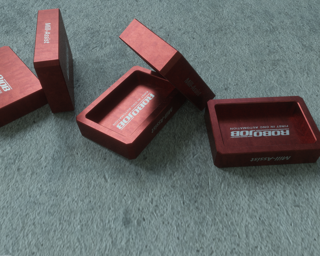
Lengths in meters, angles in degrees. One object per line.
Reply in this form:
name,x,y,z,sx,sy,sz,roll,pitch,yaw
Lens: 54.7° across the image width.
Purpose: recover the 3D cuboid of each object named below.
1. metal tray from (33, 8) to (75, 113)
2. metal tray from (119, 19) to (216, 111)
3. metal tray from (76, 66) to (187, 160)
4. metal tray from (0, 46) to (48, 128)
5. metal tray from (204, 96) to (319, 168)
metal tray,-0.148,-0.097,0.440,0.030,0.090,0.130,-9,51,-7
metal tray,0.014,-0.078,0.404,0.030,0.130,0.090,-49,59,6
metal tray,-0.034,-0.027,0.416,0.090,0.030,0.131,24,54,25
metal tray,-0.234,-0.063,0.451,0.091,0.030,0.130,-33,58,-25
metal tray,0.129,0.003,0.398,0.131,0.030,0.090,-3,50,-3
